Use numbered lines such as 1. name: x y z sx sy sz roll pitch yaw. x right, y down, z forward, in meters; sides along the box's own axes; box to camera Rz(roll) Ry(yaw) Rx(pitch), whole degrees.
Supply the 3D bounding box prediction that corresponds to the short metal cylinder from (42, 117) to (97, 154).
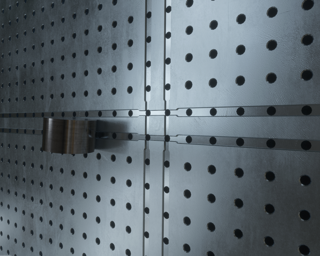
1. short metal cylinder: -0.142 0.010 0.488 0.080 0.081 0.050 7 95 39
